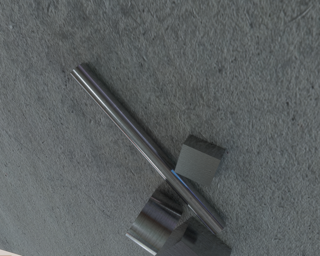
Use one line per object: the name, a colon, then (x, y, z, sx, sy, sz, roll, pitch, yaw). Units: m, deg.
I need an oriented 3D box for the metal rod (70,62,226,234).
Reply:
metal rod: (-0.012, 0.033, 0.431, 0.300, 0.025, 0.025, 49, 128, -7)

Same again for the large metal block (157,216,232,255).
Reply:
large metal block: (0.051, 0.198, 0.485, 0.080, 0.050, 0.080, 40, 129, 0)

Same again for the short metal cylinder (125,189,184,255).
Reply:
short metal cylinder: (-0.007, 0.139, 0.460, 0.050, 0.080, 0.079, 33, 129, 6)

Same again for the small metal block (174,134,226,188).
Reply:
small metal block: (0.052, 0.043, 0.405, 0.050, 0.025, 0.050, 23, 127, 13)
